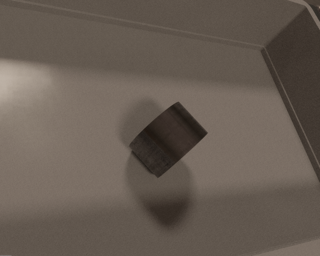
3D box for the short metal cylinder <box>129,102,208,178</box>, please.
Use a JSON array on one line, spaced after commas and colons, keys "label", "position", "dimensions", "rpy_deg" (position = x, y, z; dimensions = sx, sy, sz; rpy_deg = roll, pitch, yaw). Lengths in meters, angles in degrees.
[{"label": "short metal cylinder", "position": [0.010, 0.014, 0.369], "dimensions": [0.050, 0.080, 0.080], "rpy_deg": [48, 51, 5]}]
